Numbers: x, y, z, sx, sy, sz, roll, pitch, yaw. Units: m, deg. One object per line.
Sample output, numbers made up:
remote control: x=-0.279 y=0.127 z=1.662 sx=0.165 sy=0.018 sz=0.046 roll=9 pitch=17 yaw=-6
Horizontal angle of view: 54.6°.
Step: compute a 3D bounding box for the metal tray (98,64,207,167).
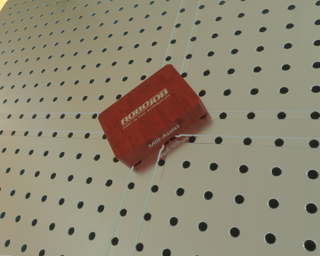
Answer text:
metal tray: x=-0.014 y=-0.019 z=0.425 sx=0.130 sy=0.030 sz=0.090 roll=-36 pitch=51 yaw=4
